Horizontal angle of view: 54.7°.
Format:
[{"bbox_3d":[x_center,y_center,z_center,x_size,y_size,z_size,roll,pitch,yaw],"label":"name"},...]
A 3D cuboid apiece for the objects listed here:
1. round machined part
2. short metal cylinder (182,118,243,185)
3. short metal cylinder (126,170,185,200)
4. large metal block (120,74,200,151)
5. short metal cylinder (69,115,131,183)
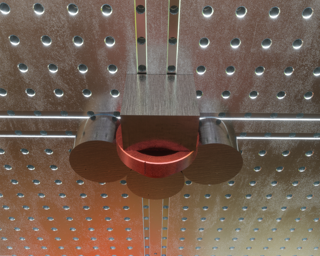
[{"bbox_3d":[-0.003,0.023,0.381,0.099,0.098,0.042,1,130,-2],"label":"round machined part"},{"bbox_3d":[0.068,0.033,0.424,0.081,0.050,0.079,0,130,0],"label":"short metal cylinder"},{"bbox_3d":[-0.006,0.058,0.445,0.081,0.050,0.079,0,130,0],"label":"short metal cylinder"},{"bbox_3d":[0.000,-0.020,0.358,0.081,0.080,0.050,1,130,-1],"label":"large metal block"},{"bbox_3d":[-0.077,0.029,0.420,0.081,0.050,0.079,0,130,0],"label":"short metal cylinder"}]
